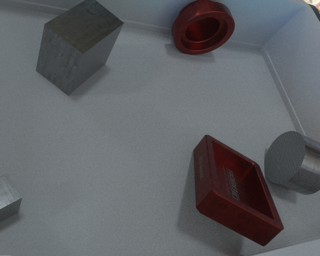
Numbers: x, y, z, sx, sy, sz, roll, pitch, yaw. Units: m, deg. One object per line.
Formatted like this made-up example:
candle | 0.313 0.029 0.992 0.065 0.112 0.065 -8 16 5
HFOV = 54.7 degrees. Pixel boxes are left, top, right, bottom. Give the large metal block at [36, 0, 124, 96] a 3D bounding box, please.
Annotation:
large metal block | -0.099 -0.099 0.379 0.050 0.080 0.080 39 51 -3

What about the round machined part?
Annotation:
round machined part | 0.066 -0.165 0.497 0.099 0.097 0.042 0 63 -29

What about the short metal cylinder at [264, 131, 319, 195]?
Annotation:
short metal cylinder | 0.199 0.050 0.450 0.050 0.080 0.080 23 53 -15

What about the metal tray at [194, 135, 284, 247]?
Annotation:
metal tray | 0.087 0.067 0.373 0.090 0.030 0.130 30 24 -9

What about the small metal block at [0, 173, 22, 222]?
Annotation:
small metal block | -0.151 0.069 0.266 0.050 0.050 0.025 -28 78 -38
